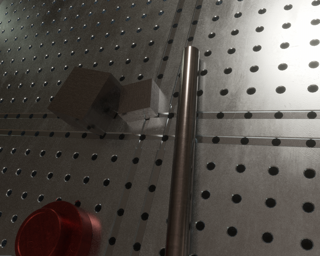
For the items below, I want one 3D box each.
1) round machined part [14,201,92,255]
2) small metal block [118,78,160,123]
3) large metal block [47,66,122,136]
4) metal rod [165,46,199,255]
[{"bbox_3d":[-0.138,0.138,0.383,0.098,0.042,0.098,-13,56,20],"label":"round machined part"},{"bbox_3d":[-0.030,-0.039,0.446,0.050,0.025,0.050,-11,57,22],"label":"small metal block"},{"bbox_3d":[-0.110,-0.042,0.474,0.080,0.050,0.080,16,70,34],"label":"large metal block"},{"bbox_3d":[0.030,0.020,0.379,0.025,0.025,0.299,-8,58,24],"label":"metal rod"}]
